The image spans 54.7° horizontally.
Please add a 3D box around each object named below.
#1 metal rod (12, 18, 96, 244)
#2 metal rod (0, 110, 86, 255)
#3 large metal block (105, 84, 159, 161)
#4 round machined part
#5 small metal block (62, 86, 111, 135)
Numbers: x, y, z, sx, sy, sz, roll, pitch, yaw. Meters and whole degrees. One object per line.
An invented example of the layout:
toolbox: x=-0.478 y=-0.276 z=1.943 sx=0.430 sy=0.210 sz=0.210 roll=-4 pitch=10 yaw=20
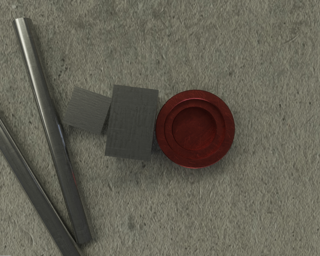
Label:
metal rod: x=-0.139 y=0.003 z=0.408 sx=0.025 sy=0.025 sz=0.298 roll=-16 pitch=90 yaw=0
metal rod: x=-0.160 y=0.090 z=0.407 sx=0.025 sy=0.025 sz=0.299 roll=-30 pitch=90 yaw=0
large metal block: x=-0.031 y=-0.006 z=0.382 sx=0.050 sy=0.080 sz=0.080 roll=7 pitch=90 yaw=0
round machined part: x=0.043 y=0.001 z=0.402 sx=0.099 sy=0.042 sz=0.097 roll=0 pitch=90 yaw=-1
small metal block: x=-0.093 y=-0.022 z=0.409 sx=0.050 sy=0.025 sz=0.050 roll=19 pitch=90 yaw=-1
